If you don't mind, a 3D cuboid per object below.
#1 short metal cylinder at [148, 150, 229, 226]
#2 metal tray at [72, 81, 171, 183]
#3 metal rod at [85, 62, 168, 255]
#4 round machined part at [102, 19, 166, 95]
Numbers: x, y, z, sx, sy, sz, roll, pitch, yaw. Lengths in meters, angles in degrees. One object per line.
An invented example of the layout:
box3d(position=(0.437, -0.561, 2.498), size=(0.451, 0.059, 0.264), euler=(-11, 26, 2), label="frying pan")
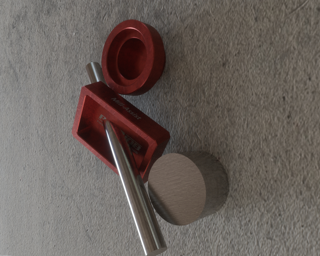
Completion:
box3d(position=(0.032, 0.067, 0.362), size=(0.080, 0.050, 0.080), euler=(0, 90, 40), label="short metal cylinder")
box3d(position=(-0.057, 0.008, 0.416), size=(0.130, 0.030, 0.089), euler=(37, 127, 18), label="metal tray")
box3d(position=(-0.055, 0.019, 0.413), size=(0.025, 0.025, 0.299), euler=(-46, 51, 30), label="metal rod")
box3d(position=(-0.031, -0.092, 0.420), size=(0.098, 0.042, 0.097), euler=(0, 90, 40), label="round machined part")
